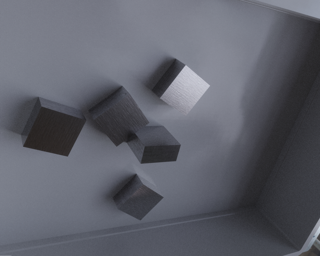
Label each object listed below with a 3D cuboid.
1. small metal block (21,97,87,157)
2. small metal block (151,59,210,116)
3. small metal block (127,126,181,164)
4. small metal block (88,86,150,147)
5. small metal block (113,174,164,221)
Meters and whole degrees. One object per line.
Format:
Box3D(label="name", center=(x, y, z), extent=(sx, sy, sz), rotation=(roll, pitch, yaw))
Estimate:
Box3D(label="small metal block", center=(-0.118, 0.000, 0.345), extent=(0.050, 0.025, 0.050), rotation=(19, 108, -36))
Box3D(label="small metal block", center=(0.027, -0.051, 0.394), extent=(0.050, 0.025, 0.050), rotation=(31, 101, -39))
Box3D(label="small metal block", center=(-0.009, 0.020, 0.402), extent=(0.050, 0.050, 0.025), rotation=(-1, 119, -29))
Box3D(label="small metal block", center=(-0.049, -0.014, 0.375), extent=(0.050, 0.025, 0.050), rotation=(-37, 130, -4))
Box3D(label="small metal block", center=(-0.032, 0.103, 0.457), extent=(0.050, 0.025, 0.050), rotation=(-46, 130, 3))
